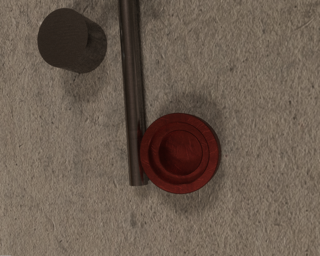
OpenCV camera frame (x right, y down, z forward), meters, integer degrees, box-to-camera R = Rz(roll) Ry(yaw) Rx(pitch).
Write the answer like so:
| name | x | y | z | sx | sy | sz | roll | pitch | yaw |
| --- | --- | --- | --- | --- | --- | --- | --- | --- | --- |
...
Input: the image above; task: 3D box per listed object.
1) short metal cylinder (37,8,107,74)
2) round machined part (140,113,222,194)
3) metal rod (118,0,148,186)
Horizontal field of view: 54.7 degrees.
| name | x | y | z | sx | sy | sz | roll | pitch | yaw |
| --- | --- | --- | --- | --- | --- | --- | --- | --- | --- |
| short metal cylinder | -0.123 | -0.121 | 0.438 | 0.080 | 0.050 | 0.079 | 0 | 90 | 19 |
| round machined part | 0.028 | 0.030 | 0.389 | 0.098 | 0.042 | 0.097 | 0 | 90 | 19 |
| metal rod | -0.038 | -0.072 | 0.421 | 0.025 | 0.025 | 0.298 | -4 | 89 | 19 |
